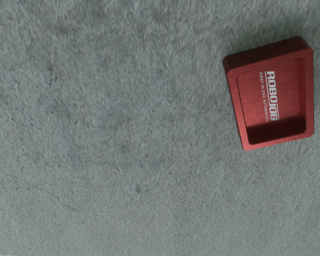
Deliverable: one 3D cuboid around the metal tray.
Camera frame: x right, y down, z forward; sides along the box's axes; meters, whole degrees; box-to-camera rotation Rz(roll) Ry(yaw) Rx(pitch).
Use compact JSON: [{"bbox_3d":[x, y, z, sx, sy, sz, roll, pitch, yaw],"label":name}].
[{"bbox_3d":[0.133,-0.035,0.374,0.090,0.030,0.130,-14,129,11],"label":"metal tray"}]
